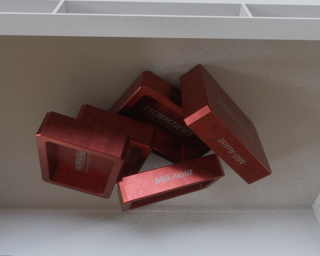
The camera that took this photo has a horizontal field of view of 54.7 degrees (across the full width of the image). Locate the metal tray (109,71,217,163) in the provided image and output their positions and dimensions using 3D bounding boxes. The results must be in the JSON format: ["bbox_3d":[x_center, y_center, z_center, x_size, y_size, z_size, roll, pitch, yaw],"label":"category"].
[{"bbox_3d":[0.009,-0.005,0.393,0.131,0.030,0.090,29,132,-23],"label":"metal tray"}]

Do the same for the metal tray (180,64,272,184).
[{"bbox_3d":[0.077,-0.004,0.364,0.030,0.090,0.130,-33,123,25],"label":"metal tray"}]

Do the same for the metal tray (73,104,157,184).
[{"bbox_3d":[-0.066,0.029,0.398,0.091,0.030,0.129,18,146,-8],"label":"metal tray"}]

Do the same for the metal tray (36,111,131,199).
[{"bbox_3d":[-0.092,0.039,0.366,0.091,0.030,0.129,17,146,-7],"label":"metal tray"}]

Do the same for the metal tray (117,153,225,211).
[{"bbox_3d":[0.011,0.075,0.416,0.131,0.030,0.090,-13,160,-14],"label":"metal tray"}]
